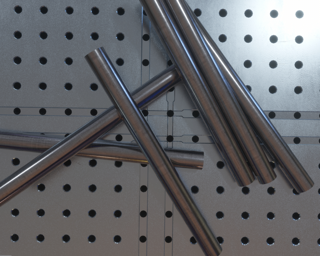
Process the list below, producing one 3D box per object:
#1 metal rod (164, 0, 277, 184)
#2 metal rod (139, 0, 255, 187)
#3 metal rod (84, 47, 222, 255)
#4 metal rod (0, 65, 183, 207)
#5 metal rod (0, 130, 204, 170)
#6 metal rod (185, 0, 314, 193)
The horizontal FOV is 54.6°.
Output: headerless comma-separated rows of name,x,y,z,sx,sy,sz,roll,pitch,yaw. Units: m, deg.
metal rod,0.071,-0.061,0.396,0.025,0.025,0.299,-30,97,0
metal rod,0.043,-0.057,0.389,0.025,0.025,0.299,-29,100,0
metal rod,-0.002,0.039,0.386,0.025,0.025,0.299,-30,101,0
metal rod,-0.077,-0.002,0.392,0.301,0.025,0.025,-36,90,-8
metal rod,-0.093,0.028,0.412,0.302,0.025,0.025,6,90,0
metal rod,0.108,-0.043,0.413,0.025,0.025,0.299,-35,90,0
